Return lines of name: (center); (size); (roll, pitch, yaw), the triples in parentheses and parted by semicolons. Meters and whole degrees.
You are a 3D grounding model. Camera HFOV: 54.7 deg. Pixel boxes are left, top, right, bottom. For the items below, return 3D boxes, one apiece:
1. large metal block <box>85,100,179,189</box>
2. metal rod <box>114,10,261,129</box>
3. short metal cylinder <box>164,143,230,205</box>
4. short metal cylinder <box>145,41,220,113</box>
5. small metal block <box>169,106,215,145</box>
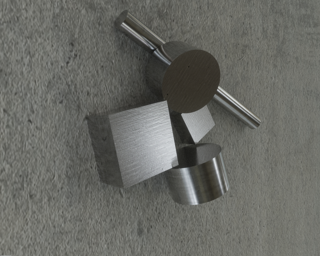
large metal block: (-0.031, 0.016, 0.363); (0.081, 0.050, 0.079); (-18, 102, -39)
metal rod: (0.060, -0.069, 0.454); (0.301, 0.025, 0.025); (29, 72, -36)
short metal cylinder: (0.047, 0.058, 0.409); (0.081, 0.080, 0.050); (-26, 107, -37)
short metal cylinder: (0.028, -0.065, 0.391); (0.081, 0.050, 0.079); (-13, 121, -22)
small metal block: (0.047, -0.012, 0.444); (0.050, 0.025, 0.050); (-41, 115, -32)
